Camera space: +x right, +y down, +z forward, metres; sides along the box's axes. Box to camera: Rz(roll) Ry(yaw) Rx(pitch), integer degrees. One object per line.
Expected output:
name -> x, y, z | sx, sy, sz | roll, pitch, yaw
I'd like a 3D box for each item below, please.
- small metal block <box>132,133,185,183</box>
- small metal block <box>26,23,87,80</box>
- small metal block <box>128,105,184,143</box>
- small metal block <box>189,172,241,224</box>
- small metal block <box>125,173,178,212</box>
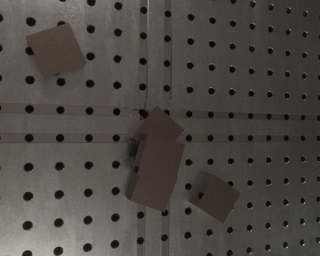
small metal block -> -0.002, 0.038, 0.386 | 0.050, 0.025, 0.050 | 17, 84, -20
small metal block -> -0.122, -0.090, 0.368 | 0.050, 0.025, 0.050 | -26, 99, -19
small metal block -> -0.005, 0.006, 0.412 | 0.050, 0.025, 0.050 | 42, 77, -16
small metal block -> 0.079, 0.100, 0.443 | 0.050, 0.025, 0.050 | 37, 78, -17
small metal block -> -0.011, 0.077, 0.410 | 0.050, 0.025, 0.050 | 24, 82, -19
